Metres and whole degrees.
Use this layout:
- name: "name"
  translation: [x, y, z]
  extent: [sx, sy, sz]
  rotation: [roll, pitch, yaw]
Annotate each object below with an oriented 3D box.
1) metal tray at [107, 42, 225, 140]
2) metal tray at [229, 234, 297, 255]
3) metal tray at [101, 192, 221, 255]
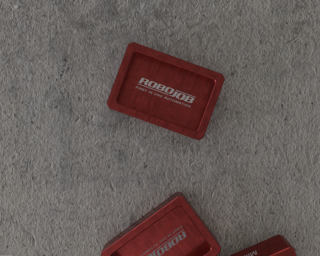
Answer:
- name: "metal tray"
  translation: [0.007, -0.047, 0.407]
  extent: [0.131, 0.030, 0.090]
  rotation: [20, 90, 0]
- name: "metal tray"
  translation: [0.117, 0.205, 0.398]
  extent: [0.131, 0.030, 0.090]
  rotation: [-23, 104, 0]
- name: "metal tray"
  translation: [0.001, 0.158, 0.407]
  extent: [0.130, 0.030, 0.090]
  rotation: [-36, 90, 0]
